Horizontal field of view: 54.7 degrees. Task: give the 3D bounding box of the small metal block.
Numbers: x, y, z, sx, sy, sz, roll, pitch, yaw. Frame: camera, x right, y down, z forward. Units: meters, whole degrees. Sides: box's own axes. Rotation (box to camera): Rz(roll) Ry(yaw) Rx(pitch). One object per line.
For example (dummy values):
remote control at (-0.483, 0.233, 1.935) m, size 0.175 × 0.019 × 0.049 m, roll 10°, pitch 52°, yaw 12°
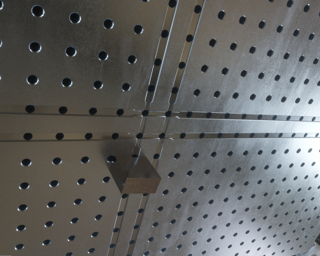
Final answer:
small metal block at (-0.034, 0.062, 0.417) m, size 0.050 × 0.050 × 0.025 m, roll 7°, pitch 115°, yaw -32°
